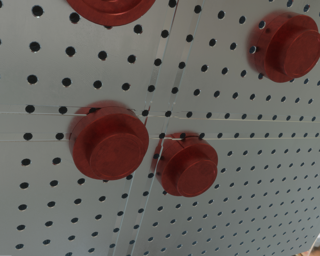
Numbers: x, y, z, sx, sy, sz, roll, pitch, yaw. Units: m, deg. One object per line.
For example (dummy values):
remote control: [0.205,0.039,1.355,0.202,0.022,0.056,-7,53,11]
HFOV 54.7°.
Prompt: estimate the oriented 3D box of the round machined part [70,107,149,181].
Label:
round machined part: [-0.059,0.026,0.386,0.099,0.042,0.097,-14,125,-21]

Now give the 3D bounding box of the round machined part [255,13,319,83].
round machined part: [0.188,-0.109,0.438,0.099,0.042,0.097,-14,125,-21]

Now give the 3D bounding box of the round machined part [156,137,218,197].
round machined part: [0.047,0.066,0.469,0.099,0.042,0.097,-14,124,-21]

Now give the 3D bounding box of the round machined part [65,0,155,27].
round machined part: [-0.049,-0.147,0.283,0.099,0.042,0.097,-14,125,-21]
